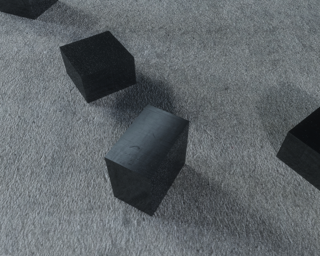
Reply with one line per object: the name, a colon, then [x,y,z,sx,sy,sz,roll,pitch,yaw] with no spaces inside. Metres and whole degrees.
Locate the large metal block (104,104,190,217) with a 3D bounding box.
large metal block: [-0.011,0.035,0.337,0.050,0.080,0.080,23,54,18]

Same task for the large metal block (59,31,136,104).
large metal block: [-0.092,-0.093,0.465,0.081,0.050,0.080,-26,55,-20]

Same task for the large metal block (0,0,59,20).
large metal block: [-0.262,-0.262,0.605,0.080,0.050,0.080,17,52,13]

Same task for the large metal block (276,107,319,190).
large metal block: [0.203,0.024,0.368,0.081,0.050,0.080,-32,57,-24]
